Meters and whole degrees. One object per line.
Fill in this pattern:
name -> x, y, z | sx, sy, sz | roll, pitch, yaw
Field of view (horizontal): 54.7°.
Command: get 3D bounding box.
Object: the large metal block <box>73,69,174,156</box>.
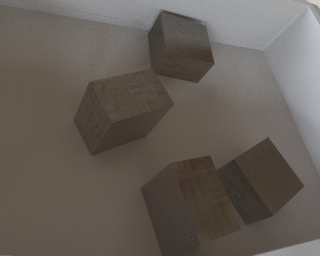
large metal block -> -0.044, -0.018, 0.357 | 0.081, 0.080, 0.050 | -19, 72, -35

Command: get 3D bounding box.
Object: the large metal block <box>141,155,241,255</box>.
large metal block -> 0.028, 0.085, 0.333 | 0.050, 0.080, 0.080 | -7, 65, -31

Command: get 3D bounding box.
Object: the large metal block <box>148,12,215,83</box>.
large metal block -> 0.031, -0.123, 0.481 | 0.081, 0.050, 0.080 | 8, 58, -24

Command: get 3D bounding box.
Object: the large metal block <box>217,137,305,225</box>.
large metal block -> 0.132, 0.070, 0.418 | 0.081, 0.050, 0.080 | -24, 75, -36
